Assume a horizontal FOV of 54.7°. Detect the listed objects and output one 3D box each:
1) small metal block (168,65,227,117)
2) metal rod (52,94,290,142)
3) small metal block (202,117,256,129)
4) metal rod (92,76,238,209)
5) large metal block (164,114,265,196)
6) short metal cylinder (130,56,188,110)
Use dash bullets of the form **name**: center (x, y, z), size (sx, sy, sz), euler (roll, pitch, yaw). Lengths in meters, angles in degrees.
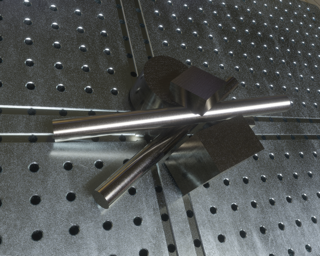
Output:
- **small metal block**: center (0.046, -0.047, 0.383), size (0.050, 0.025, 0.050), euler (31, 48, 21)
- **metal rod**: center (0.027, -0.015, 0.383), size (0.302, 0.025, 0.025), euler (-7, 65, -17)
- **small metal block**: center (0.098, -0.003, 0.442), size (0.050, 0.050, 0.025), euler (-1, 62, -27)
- **metal rod**: center (0.028, 0.000, 0.419), size (0.025, 0.025, 0.302), euler (47, 51, 4)
- **large metal block**: center (0.065, 0.033, 0.382), size (0.081, 0.080, 0.050), euler (-20, 73, -36)
- **short metal cylinder**: center (0.006, -0.051, 0.422), size (0.081, 0.050, 0.080), euler (14, 55, -21)
